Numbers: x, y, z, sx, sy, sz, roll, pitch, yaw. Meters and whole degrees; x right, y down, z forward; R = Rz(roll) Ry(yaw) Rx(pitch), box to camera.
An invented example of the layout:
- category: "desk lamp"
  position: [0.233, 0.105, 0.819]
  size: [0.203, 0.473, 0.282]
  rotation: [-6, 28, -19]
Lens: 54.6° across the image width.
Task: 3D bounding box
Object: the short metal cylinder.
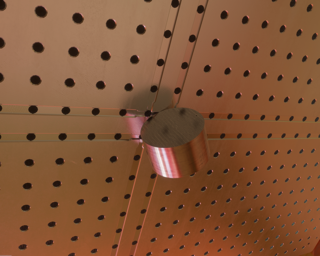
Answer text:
- category: "short metal cylinder"
  position: [0.020, 0.017, 0.396]
  size: [0.080, 0.080, 0.050]
  rotation: [-25, 127, -13]
